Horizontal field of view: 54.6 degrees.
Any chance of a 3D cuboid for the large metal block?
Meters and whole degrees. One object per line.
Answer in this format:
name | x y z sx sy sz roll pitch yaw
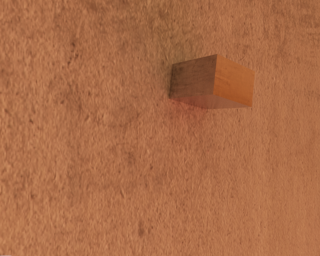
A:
large metal block | 0.071 -0.059 0.427 0.081 0.080 0.050 11 83 -39
